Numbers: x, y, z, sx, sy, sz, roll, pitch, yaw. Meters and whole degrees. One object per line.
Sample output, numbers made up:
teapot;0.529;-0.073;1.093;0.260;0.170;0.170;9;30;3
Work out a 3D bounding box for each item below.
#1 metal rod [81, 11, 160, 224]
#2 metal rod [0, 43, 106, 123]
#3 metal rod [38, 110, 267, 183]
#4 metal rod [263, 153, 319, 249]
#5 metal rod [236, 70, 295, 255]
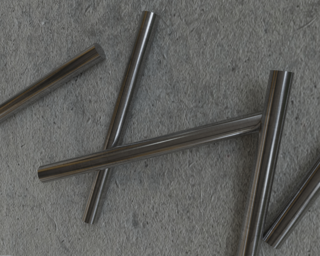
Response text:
metal rod;-0.056;-0.010;0.428;0.025;0.025;0.298;20;96;19
metal rod;-0.213;-0.046;0.484;0.300;0.025;0.025;-27;81;18
metal rod;-0.018;0.027;0.395;0.301;0.025;0.025;-14;85;12
metal rod;0.204;0.007;0.336;0.025;0.025;0.299;34;101;17
metal rod;0.111;0.086;0.354;0.025;0.025;0.298;11;99;19
